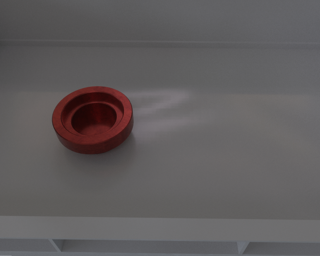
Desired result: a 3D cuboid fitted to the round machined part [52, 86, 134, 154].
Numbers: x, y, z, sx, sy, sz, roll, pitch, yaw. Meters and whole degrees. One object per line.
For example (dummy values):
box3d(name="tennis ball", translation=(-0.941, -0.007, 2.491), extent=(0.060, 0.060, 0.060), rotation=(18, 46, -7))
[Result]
box3d(name="round machined part", translation=(-0.083, -0.006, 0.399), extent=(0.099, 0.042, 0.098), rotation=(0, 50, 0))
